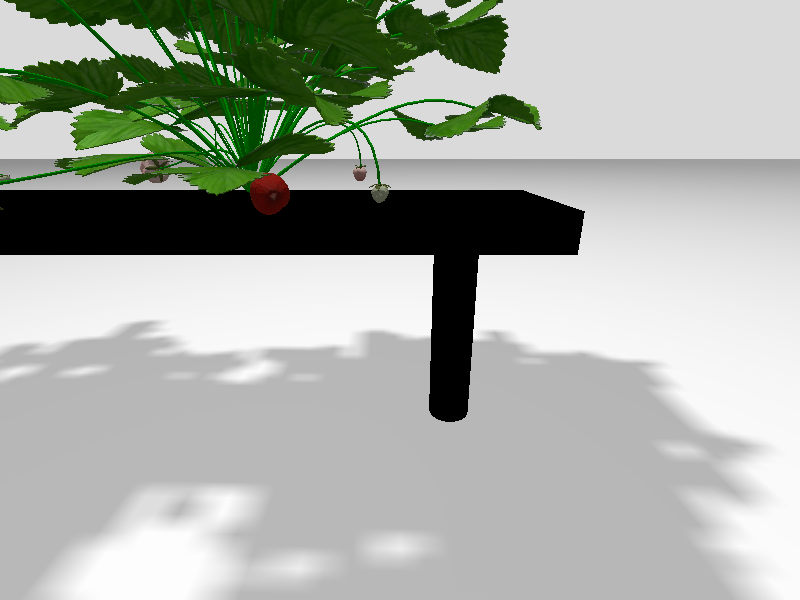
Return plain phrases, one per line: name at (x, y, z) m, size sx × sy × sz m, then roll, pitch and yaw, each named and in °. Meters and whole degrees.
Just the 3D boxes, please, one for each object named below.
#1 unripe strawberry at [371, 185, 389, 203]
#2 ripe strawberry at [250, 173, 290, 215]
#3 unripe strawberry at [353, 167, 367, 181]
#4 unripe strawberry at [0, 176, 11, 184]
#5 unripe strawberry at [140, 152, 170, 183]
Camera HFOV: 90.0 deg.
unripe strawberry at (-0.012, -0.062, 0.236) m, size 0.010 × 0.010 × 0.011 m, roll 19°, pitch 28°, yaw 40°
ripe strawberry at (-0.079, -0.065, 0.246) m, size 0.024 × 0.025 × 0.026 m, roll -9°, pitch 23°, yaw -23°
unripe strawberry at (-0.048, -0.151, 0.481) m, size 0.015 × 0.016 × 0.017 m, roll 10°, pitch 23°, yaw 25°
unripe strawberry at (-0.438, -0.133, 0.444) m, size 0.010 × 0.010 × 0.009 m, roll -42°, pitch 39°, yaw -22°
unripe strawberry at (-0.280, -0.151, 0.457) m, size 0.033 × 0.034 × 0.030 m, roll 16°, pitch 26°, yaw 37°
